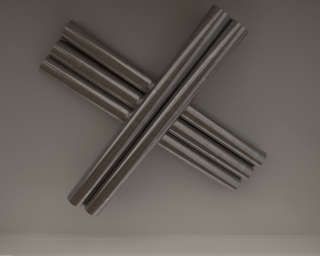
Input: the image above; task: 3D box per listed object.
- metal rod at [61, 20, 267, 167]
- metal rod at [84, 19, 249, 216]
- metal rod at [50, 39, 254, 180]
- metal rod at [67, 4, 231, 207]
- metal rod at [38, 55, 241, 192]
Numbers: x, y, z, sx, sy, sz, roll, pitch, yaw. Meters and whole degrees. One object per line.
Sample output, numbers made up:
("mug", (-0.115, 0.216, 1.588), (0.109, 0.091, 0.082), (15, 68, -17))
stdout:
("metal rod", (0.014, -0.037, 0.396), (0.301, 0.025, 0.025), (33, 107, -12))
("metal rod", (-0.002, -0.001, 0.382), (0.025, 0.025, 0.299), (36, 106, -12))
("metal rod", (-0.002, -0.018, 0.403), (0.301, 0.025, 0.025), (33, 107, -12))
("metal rod", (-0.023, -0.015, 0.377), (0.025, 0.025, 0.299), (36, 106, -12))
("metal rod", (-0.017, 0.000, 0.409), (0.301, 0.025, 0.025), (33, 107, -12))
